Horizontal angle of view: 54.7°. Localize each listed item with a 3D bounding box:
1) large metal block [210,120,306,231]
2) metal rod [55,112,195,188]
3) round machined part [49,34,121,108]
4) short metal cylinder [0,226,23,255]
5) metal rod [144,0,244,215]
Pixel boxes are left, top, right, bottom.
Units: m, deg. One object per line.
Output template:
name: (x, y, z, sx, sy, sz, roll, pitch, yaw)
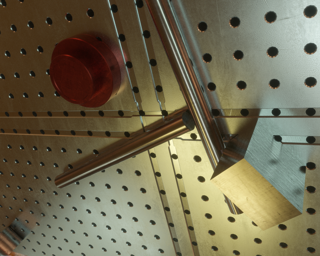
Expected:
large metal block: (0.113, 0.051, 0.347, 0.080, 0.080, 0.050, 44, 129, -2)
metal rod: (-0.072, 0.044, 0.474, 0.299, 0.025, 0.025, -26, 104, 36)
round machined part: (-0.105, -0.070, 0.410, 0.098, 0.042, 0.097, 13, 124, 20)
short metal cylinder: (-0.383, 0.287, 0.750, 0.050, 0.080, 0.080, 45, 129, -4)
metal rod: (0.049, -0.019, 0.372, 0.025, 0.025, 0.299, -11, 113, 32)
